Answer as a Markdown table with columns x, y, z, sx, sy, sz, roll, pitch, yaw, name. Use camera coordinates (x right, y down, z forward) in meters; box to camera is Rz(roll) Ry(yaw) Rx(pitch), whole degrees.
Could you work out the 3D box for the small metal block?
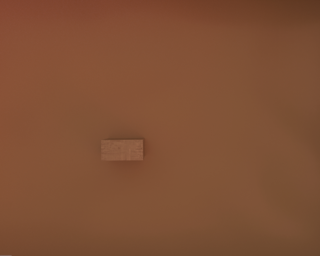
| x | y | z | sx | sy | sz | roll | pitch | yaw | name |
| --- | --- | --- | --- | --- | --- | --- | --- | --- | --- |
| -0.046 | 0.027 | 0.398 | 0.050 | 0.050 | 0.025 | -1 | 90 | -1 | small metal block |
